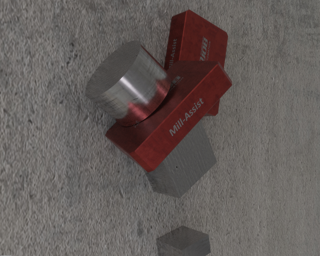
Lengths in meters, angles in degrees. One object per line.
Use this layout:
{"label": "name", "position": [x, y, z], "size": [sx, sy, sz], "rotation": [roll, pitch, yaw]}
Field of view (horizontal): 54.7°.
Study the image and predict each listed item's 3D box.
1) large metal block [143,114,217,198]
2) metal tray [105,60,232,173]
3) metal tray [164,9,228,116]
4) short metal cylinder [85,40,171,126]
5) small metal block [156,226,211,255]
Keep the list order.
{"label": "large metal block", "position": [0.020, 0.031, 0.405], "size": [0.080, 0.050, 0.080], "rotation": [-36, 113, -34]}
{"label": "metal tray", "position": [0.006, -0.020, 0.344], "size": [0.130, 0.090, 0.030], "rotation": [-47, 117, -10]}
{"label": "metal tray", "position": [0.051, -0.089, 0.444], "size": [0.091, 0.030, 0.129], "rotation": [14, 81, -39]}
{"label": "short metal cylinder", "position": [-0.035, -0.049, 0.339], "size": [0.050, 0.080, 0.080], "rotation": [43, 64, -32]}
{"label": "small metal block", "position": [0.031, 0.158, 0.415], "size": [0.050, 0.050, 0.025], "rotation": [-12, 98, -39]}
